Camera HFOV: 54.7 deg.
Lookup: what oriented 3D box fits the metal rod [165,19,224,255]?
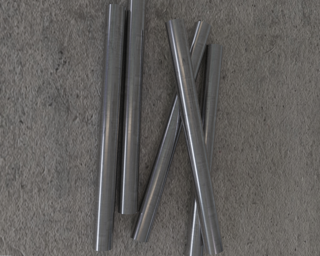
[{"bbox_3d":[0.045,0.014,0.397,0.025,0.025,0.298,-12,94,-20],"label":"metal rod"}]

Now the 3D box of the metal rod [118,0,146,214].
[{"bbox_3d":[-0.035,-0.043,0.395,0.025,0.025,0.298,3,89,-20],"label":"metal rod"}]

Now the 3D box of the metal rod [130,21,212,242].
[{"bbox_3d":[0.016,0.000,0.414,0.025,0.025,0.299,19,84,-19],"label":"metal rod"}]

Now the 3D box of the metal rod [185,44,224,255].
[{"bbox_3d":[0.062,0.034,0.431,0.025,0.025,0.298,7,88,-20],"label":"metal rod"}]

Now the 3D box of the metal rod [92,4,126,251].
[{"bbox_3d":[-0.063,-0.001,0.385,0.025,0.025,0.298,3,89,-20],"label":"metal rod"}]
